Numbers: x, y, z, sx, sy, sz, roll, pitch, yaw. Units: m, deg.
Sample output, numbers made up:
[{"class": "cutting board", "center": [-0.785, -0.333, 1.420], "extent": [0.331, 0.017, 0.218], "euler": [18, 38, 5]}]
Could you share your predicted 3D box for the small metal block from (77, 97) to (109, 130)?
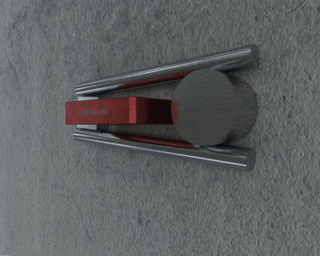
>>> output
[{"class": "small metal block", "center": [-0.106, -0.024, 0.495], "extent": [0.050, 0.025, 0.050], "euler": [6, 94, 40]}]

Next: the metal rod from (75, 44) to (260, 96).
[{"class": "metal rod", "center": [-0.015, -0.069, 0.419], "extent": [0.300, 0.025, 0.025], "euler": [-3, 88, 40]}]

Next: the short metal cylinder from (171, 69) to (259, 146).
[{"class": "short metal cylinder", "center": [0.060, -0.022, 0.340], "extent": [0.080, 0.050, 0.079], "euler": [0, 90, 40]}]

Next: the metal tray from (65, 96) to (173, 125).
[{"class": "metal tray", "center": [-0.049, -0.019, 0.403], "extent": [0.130, 0.091, 0.030], "euler": [0, 90, 40]}]

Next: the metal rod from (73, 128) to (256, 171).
[{"class": "metal rod", "center": [-0.019, 0.022, 0.422], "extent": [0.300, 0.025, 0.025], "euler": [6, 94, 39]}]
